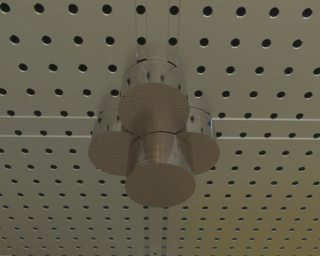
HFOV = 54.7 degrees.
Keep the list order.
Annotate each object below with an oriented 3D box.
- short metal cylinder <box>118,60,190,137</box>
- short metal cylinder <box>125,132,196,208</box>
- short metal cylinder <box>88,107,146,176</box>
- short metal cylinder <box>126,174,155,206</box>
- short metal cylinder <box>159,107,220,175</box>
[{"bbox_3d":[-0.007,-0.033,0.366,0.081,0.050,0.079,-1,130,-1],"label":"short metal cylinder"},{"bbox_3d":[0.000,0.051,0.372,0.081,0.050,0.079,0,130,0],"label":"short metal cylinder"},{"bbox_3d":[-0.050,0.018,0.410,0.081,0.050,0.079,0,130,0],"label":"short metal cylinder"},{"bbox_3d":[-0.008,0.070,0.454,0.081,0.050,0.079,-1,128,0],"label":"short metal cylinder"},{"bbox_3d":[0.035,0.019,0.411,0.081,0.050,0.079,0,130,0],"label":"short metal cylinder"}]
